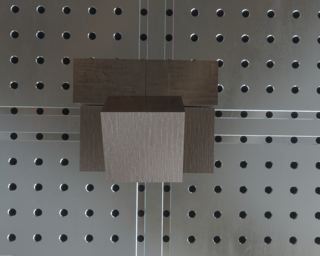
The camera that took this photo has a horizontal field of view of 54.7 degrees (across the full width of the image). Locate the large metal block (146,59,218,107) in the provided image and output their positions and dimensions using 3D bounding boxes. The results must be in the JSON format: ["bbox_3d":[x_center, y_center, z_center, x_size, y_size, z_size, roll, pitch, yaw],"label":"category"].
[{"bbox_3d":[0.024,-0.051,0.385,0.081,0.080,0.050,1,90,-1],"label":"large metal block"}]

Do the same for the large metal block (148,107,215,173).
[{"bbox_3d":[0.025,0.014,0.399,0.081,0.050,0.079,1,90,-1],"label":"large metal block"}]

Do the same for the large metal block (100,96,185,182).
[{"bbox_3d":[-0.017,0.011,0.334,0.081,0.050,0.079,0,114,-1],"label":"large metal block"}]

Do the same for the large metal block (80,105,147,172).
[{"bbox_3d":[-0.056,0.013,0.398,0.081,0.050,0.079,1,90,-1],"label":"large metal block"}]

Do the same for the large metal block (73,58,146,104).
[{"bbox_3d":[-0.056,-0.052,0.384,0.081,0.080,0.050,1,90,-1],"label":"large metal block"}]
